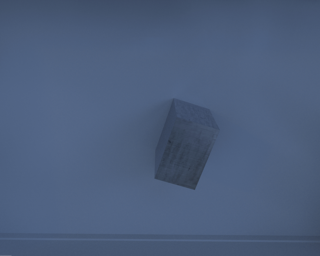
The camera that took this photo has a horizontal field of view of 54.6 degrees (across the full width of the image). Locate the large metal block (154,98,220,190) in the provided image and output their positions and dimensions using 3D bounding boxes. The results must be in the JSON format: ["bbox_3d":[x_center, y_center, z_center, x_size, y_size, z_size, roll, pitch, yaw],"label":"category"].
[{"bbox_3d":[0.030,0.017,0.388,0.050,0.080,0.080,17,109,-6],"label":"large metal block"}]
